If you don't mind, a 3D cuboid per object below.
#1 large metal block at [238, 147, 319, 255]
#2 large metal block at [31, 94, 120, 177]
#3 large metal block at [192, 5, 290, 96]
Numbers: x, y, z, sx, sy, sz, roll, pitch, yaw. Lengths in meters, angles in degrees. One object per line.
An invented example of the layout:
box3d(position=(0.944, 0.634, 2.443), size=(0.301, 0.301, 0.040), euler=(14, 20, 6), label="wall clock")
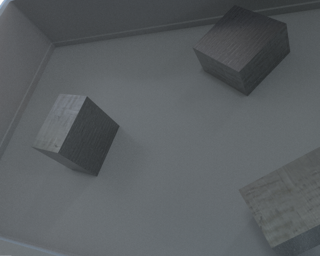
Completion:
box3d(position=(0.123, 0.067, 0.264), size=(0.080, 0.080, 0.050), euler=(-31, 52, 8), label="large metal block")
box3d(position=(-0.110, 0.010, 0.420), size=(0.050, 0.080, 0.080), euler=(8, 66, 31), label="large metal block")
box3d(position=(0.104, -0.100, 0.396), size=(0.080, 0.050, 0.080), euler=(-46, 51, -4), label="large metal block")
